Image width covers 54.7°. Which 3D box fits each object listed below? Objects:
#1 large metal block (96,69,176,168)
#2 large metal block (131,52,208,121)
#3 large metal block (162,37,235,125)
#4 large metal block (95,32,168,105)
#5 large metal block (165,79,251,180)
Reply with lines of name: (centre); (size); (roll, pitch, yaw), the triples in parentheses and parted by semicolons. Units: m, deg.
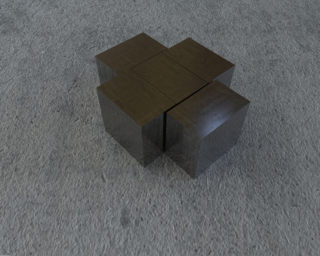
large metal block: (-0.028, -0.011, 0.379); (0.050, 0.080, 0.080); (-35, 59, -26)
large metal block: (0.010, -0.037, 0.401); (0.050, 0.080, 0.080); (-35, 59, -26)
large metal block: (0.048, -0.063, 0.423); (0.050, 0.080, 0.080); (-35, 59, -26)
large metal block: (-0.036, -0.073, 0.430); (0.080, 0.080, 0.050); (-35, 59, -26)
large metal block: (0.054, 0.002, 0.368); (0.080, 0.080, 0.050); (-35, 59, -26)
